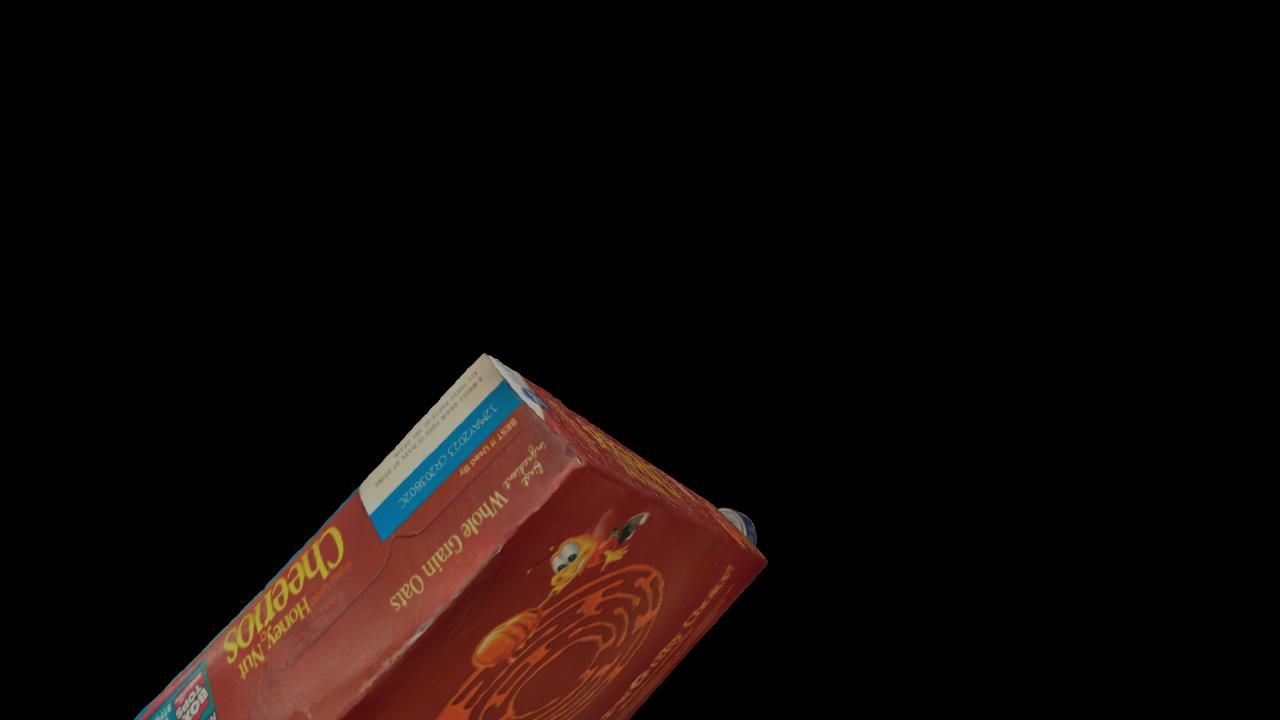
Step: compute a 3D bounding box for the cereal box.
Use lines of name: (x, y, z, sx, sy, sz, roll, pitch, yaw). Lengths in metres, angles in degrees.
cereal box: (-0.051, 0.143, 0.345, 0.081, 0.203, 0.306, 42, -1, 34)

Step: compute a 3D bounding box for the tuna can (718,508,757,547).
tuna can: (0.130, 0.265, 0.920, 0.084, 0.084, 0.034, 0, -23, 37)
